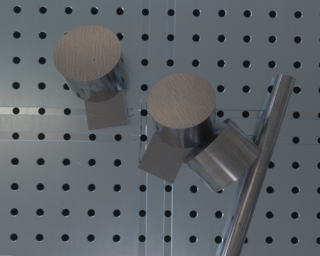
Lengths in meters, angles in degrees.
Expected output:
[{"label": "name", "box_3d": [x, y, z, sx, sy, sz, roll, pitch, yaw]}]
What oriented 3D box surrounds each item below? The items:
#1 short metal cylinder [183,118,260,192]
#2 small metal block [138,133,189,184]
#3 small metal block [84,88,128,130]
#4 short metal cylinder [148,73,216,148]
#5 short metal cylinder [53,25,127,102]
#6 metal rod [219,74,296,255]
[{"label": "short metal cylinder", "box_3d": [0.076, 0.033, 0.387, 0.080, 0.080, 0.050, -44, 91, 0]}, {"label": "small metal block", "box_3d": [0.005, 0.040, 0.414, 0.050, 0.025, 0.050, 25, 90, 0]}, {"label": "small metal block", "box_3d": [-0.071, -0.025, 0.413, 0.050, 0.025, 0.050, -8, 90, 0]}, {"label": "short metal cylinder", "box_3d": [0.029, -0.021, 0.384, 0.080, 0.050, 0.080, -4, 59, 7]}, {"label": "short metal cylinder", "box_3d": [-0.084, -0.080, 0.386, 0.080, 0.050, 0.080, -1, 67, 3]}, {"label": "metal rod", "box_3d": [0.124, 0.074, 0.414, 0.025, 0.025, 0.298, 18, 90, 0]}]
